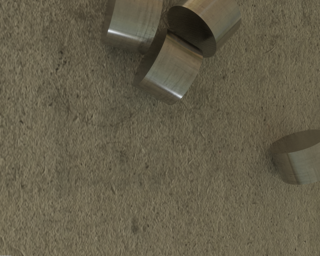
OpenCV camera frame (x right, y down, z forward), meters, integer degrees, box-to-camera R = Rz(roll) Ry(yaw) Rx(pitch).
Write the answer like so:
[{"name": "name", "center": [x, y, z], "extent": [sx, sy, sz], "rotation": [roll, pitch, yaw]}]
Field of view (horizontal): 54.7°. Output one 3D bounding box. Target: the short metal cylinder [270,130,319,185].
[{"name": "short metal cylinder", "center": [0.211, 0.042, 0.457], "extent": [0.081, 0.080, 0.050], "rotation": [-26, 99, -18]}]

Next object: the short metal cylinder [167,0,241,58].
[{"name": "short metal cylinder", "center": [0.056, -0.138, 0.400], "extent": [0.080, 0.080, 0.050], "rotation": [46, 76, -14]}]

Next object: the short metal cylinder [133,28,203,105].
[{"name": "short metal cylinder", "center": [0.008, -0.075, 0.383], "extent": [0.050, 0.080, 0.080], "rotation": [27, 81, -18]}]

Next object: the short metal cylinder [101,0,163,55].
[{"name": "short metal cylinder", "center": [-0.035, -0.132, 0.366], "extent": [0.050, 0.080, 0.080], "rotation": [11, 86, -20]}]
